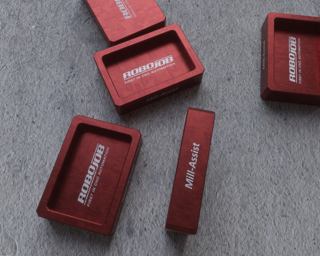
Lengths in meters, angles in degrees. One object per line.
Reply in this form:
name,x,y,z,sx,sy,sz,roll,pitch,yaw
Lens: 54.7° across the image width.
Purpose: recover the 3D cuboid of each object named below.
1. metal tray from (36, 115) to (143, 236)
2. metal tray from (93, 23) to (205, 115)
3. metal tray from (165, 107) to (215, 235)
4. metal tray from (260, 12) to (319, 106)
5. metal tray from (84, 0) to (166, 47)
metal tray,-0.082,0.056,0.383,0.090,0.030,0.130,14,71,5
metal tray,-0.016,-0.084,0.435,0.131,0.030,0.090,-23,72,-8
metal tray,0.033,0.053,0.354,0.030,0.090,0.130,11,70,4
metal tray,0.194,-0.100,0.443,0.091,0.030,0.130,7,70,2
metal tray,-0.059,-0.186,0.473,0.090,0.030,0.130,-26,72,-10
